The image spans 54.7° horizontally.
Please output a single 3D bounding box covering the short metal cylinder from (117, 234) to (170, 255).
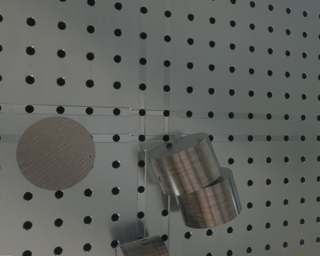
[{"bbox_3d":[-0.018,0.177,0.378,0.050,0.080,0.079,-9,93,-20],"label":"short metal cylinder"}]

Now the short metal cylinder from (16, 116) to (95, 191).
[{"bbox_3d":[-0.119,0.027,0.356,0.081,0.050,0.079,0,90,-20],"label":"short metal cylinder"}]

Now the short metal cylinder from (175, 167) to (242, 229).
[{"bbox_3d":[0.061,0.089,0.408,0.081,0.080,0.050,-18,97,-19],"label":"short metal cylinder"}]

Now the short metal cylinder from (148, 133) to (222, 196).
[{"bbox_3d":[0.032,0.044,0.396,0.081,0.080,0.050,-24,99,-19],"label":"short metal cylinder"}]
